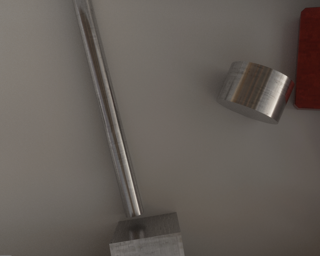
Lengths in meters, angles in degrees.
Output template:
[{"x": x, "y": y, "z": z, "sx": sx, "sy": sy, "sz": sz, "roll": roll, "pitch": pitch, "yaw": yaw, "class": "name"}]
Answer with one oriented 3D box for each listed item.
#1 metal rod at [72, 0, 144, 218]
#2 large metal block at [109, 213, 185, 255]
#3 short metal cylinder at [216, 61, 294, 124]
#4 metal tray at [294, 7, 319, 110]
[{"x": -0.069, "y": -0.031, "z": 0.410, "sx": 0.025, "sy": 0.025, "sz": 0.298, "roll": -14, "pitch": 90, "yaw": 0, "class": "metal rod"}, {"x": -0.013, "y": 0.147, "z": 0.384, "sx": 0.081, "sy": 0.080, "sz": 0.050, "roll": -9, "pitch": 90, "yaw": 0, "class": "large metal block"}, {"x": 0.117, "y": -0.043, "z": 0.386, "sx": 0.080, "sy": 0.080, "sz": 0.050, "roll": 23, "pitch": 90, "yaw": -1, "class": "short metal cylinder"}, {"x": 0.225, "y": -0.087, "z": 0.397, "sx": 0.090, "sy": 0.030, "sz": 0.129, "roll": 4, "pitch": 90, "yaw": 20, "class": "metal tray"}]
